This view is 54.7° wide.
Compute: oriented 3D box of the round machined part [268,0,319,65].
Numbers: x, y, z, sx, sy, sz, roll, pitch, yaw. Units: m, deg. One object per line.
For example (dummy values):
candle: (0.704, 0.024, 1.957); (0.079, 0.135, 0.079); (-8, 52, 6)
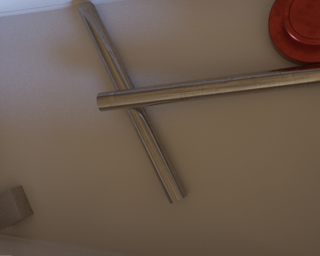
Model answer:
round machined part: (0.172, -0.121, 0.341); (0.098, 0.042, 0.097); (0, 90, 19)

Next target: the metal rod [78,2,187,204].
metal rod: (-0.041, -0.040, 0.423); (0.025, 0.025, 0.299); (-29, 81, 17)

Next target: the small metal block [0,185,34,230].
small metal block: (-0.237, 0.127, 0.492); (0.050, 0.025, 0.050); (-30, 81, 17)

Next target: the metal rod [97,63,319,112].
metal rod: (0.068, -0.048, 0.370); (0.301, 0.025, 0.025); (-6, 88, 13)
